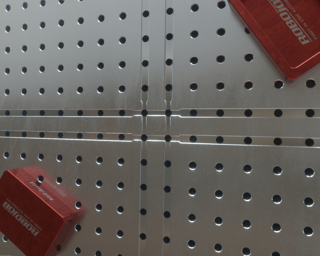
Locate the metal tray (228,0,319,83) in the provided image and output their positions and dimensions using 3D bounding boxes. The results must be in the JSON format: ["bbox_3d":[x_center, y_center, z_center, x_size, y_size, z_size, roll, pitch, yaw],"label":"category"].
[{"bbox_3d":[0.150,-0.130,0.356,0.090,0.030,0.130,-35,79,16],"label":"metal tray"}]

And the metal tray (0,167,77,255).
[{"bbox_3d":[-0.203,0.134,0.480,0.130,0.030,0.090,34,101,16],"label":"metal tray"}]
